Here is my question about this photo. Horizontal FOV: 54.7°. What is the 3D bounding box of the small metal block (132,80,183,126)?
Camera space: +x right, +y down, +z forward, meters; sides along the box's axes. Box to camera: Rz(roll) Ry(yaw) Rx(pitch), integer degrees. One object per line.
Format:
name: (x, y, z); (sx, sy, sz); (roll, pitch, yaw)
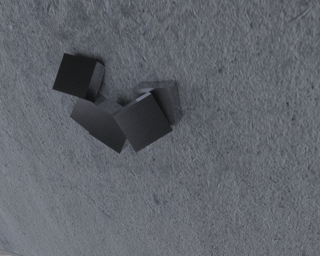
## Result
small metal block: (-0.002, -0.031, 0.389); (0.050, 0.025, 0.050); (2, 120, 27)

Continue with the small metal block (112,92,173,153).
small metal block: (-0.021, -0.007, 0.365); (0.050, 0.025, 0.050); (-31, 105, -3)

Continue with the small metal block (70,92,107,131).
small metal block: (-0.094, -0.022, 0.442); (0.050, 0.025, 0.050); (39, 129, 1)

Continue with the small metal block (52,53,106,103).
small metal block: (-0.106, -0.066, 0.406); (0.050, 0.025, 0.050); (17, 89, 17)

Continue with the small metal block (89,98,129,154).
small metal block: (-0.059, -0.003, 0.403); (0.050, 0.025, 0.050); (33, 129, 6)
